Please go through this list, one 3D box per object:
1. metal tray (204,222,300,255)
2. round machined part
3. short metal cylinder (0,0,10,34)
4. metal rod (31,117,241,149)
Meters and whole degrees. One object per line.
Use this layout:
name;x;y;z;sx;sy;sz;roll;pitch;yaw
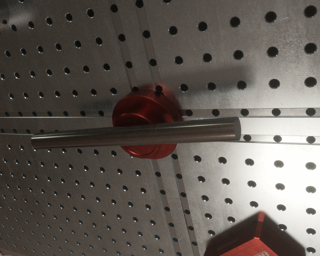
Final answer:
metal tray;0.134;0.203;0.461;0.090;0.030;0.129;41;129;-1
round machined part;-0.022;0.002;0.411;0.098;0.042;0.097;13;124;20
short metal cylinder;-0.259;-0.164;0.427;0.080;0.050;0.079;13;124;20
metal rod;-0.051;0.010;0.388;0.300;0.025;0.025;-4;117;30
